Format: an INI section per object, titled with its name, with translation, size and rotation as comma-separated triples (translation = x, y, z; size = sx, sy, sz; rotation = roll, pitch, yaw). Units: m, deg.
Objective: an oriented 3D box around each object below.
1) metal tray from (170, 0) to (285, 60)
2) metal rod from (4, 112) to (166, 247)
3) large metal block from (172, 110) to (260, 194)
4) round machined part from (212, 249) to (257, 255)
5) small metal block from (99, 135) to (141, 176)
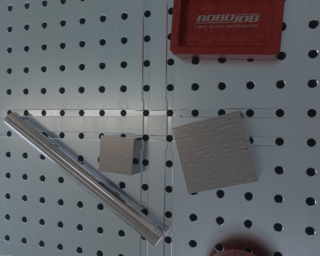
[metal tray]
translation = 0.081, -0.132, 0.381
size = 0.130, 0.030, 0.089
rotation = 5, 92, 19
[metal rod]
translation = -0.119, 0.066, 0.454
size = 0.300, 0.025, 0.025
rotation = 34, 101, 16
[large metal block]
translation = 0.069, 0.029, 0.375
size = 0.080, 0.050, 0.080
rotation = -15, 85, 19
[round machined part]
translation = 0.095, 0.194, 0.370
size = 0.098, 0.042, 0.097
rotation = 0, 90, 19
[small metal block]
translation = -0.056, 0.037, 0.432
size = 0.050, 0.025, 0.050
rotation = 4, 92, 19
